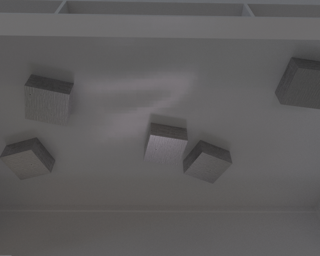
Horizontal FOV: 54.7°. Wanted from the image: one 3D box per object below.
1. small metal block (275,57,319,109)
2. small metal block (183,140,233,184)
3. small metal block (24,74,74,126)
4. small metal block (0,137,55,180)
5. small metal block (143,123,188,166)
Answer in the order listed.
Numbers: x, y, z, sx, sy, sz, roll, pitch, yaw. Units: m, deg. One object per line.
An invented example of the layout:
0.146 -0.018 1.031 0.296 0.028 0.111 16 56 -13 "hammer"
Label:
0.173 -0.052 0.366 0.050 0.025 0.050 6 130 -6 "small metal block"
0.068 0.050 0.452 0.050 0.025 0.050 21 127 -17 "small metal block"
-0.136 -0.033 0.380 0.050 0.025 0.050 11 129 -10 "small metal block"
-0.189 0.045 0.445 0.050 0.025 0.050 -14 129 11 "small metal block"
0.007 0.023 0.429 0.050 0.025 0.050 9 130 -8 "small metal block"
